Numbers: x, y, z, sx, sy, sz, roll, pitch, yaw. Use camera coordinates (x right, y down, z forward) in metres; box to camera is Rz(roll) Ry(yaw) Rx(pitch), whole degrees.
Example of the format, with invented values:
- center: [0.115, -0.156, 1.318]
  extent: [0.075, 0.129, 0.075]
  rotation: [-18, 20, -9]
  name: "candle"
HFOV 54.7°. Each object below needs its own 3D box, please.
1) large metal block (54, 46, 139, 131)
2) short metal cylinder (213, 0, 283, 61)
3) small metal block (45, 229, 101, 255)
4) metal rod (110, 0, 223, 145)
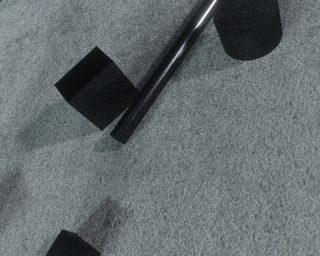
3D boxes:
- center: [-0.087, -0.055, 0.446]
  extent: [0.080, 0.080, 0.050]
  rotation: [-44, 51, -2]
  name: "large metal block"
- center: [0.117, -0.137, 0.410]
  extent: [0.080, 0.050, 0.080]
  rotation: [-13, 56, 20]
  name: "short metal cylinder"
- center: [-0.106, 0.156, 0.362]
  extent: [0.050, 0.025, 0.050]
  rotation: [21, 72, 35]
  name: "small metal block"
- center: [0.023, -0.106, 0.455]
  extent: [0.025, 0.025, 0.300]
  rotation: [24, 74, 36]
  name: "metal rod"
